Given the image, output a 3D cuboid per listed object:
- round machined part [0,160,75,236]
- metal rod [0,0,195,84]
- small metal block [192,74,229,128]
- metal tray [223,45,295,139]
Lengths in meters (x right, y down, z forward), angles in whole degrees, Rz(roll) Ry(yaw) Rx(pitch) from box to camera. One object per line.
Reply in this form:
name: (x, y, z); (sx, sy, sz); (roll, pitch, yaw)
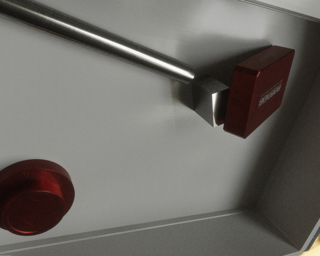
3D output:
round machined part: (-0.152, 0.089, 0.371); (0.099, 0.042, 0.097); (-14, 125, -21)
metal rod: (-0.086, -0.096, 0.303); (0.302, 0.025, 0.025); (13, 111, -34)
small metal block: (0.067, -0.037, 0.408); (0.025, 0.050, 0.050); (-21, 127, -16)
metal tray: (0.134, -0.052, 0.413); (0.131, 0.030, 0.089); (-31, 135, -44)
